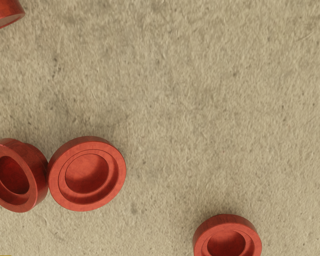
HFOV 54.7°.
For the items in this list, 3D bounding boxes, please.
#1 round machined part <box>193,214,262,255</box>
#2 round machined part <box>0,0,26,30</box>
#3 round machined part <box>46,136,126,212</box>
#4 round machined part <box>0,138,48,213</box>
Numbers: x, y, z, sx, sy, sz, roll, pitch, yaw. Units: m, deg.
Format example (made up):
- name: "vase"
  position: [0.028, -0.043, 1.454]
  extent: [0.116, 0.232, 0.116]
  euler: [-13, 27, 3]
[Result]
- name: "round machined part"
  position: [0.097, 0.169, 0.465]
  extent: [0.099, 0.042, 0.097]
  euler: [0, 110, -1]
- name: "round machined part"
  position: [-0.183, -0.126, 0.322]
  extent: [0.098, 0.098, 0.042]
  euler: [-22, 109, 7]
- name: "round machined part"
  position: [-0.098, 0.056, 0.407]
  extent: [0.099, 0.042, 0.097]
  euler: [-10, 112, -25]
- name: "round machined part"
  position: [-0.186, 0.058, 0.407]
  extent: [0.098, 0.042, 0.097]
  euler: [8, 112, 21]
